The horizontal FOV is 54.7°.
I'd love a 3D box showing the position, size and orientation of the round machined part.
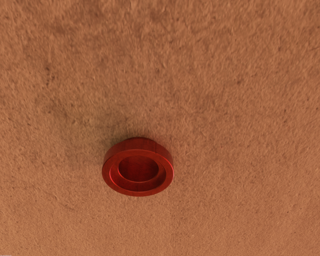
[{"bbox_3d":[-0.030,0.051,0.439,0.099,0.042,0.097,-1,130,0],"label":"round machined part"}]
